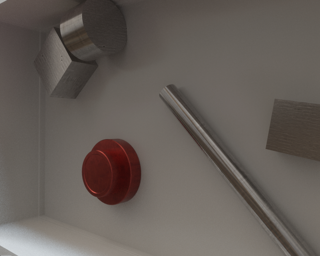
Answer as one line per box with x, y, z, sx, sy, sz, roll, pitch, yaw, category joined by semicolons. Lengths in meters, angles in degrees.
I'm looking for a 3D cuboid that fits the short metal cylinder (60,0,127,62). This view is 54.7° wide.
-0.094;-0.141;0.446;0.050;0.081;0.080;-7;86;39;short metal cylinder

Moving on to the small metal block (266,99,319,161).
0.134;0.001;0.295;0.050;0.025;0.050;13;99;39;small metal block

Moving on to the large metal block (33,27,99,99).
-0.160;-0.107;0.519;0.080;0.050;0.080;-46;63;30;large metal block

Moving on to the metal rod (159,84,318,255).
0.090;0.062;0.331;0.025;0.025;0.300;-51;61;27;metal rod

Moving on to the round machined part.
-0.078;0.065;0.458;0.098;0.042;0.097;0;90;39;round machined part
